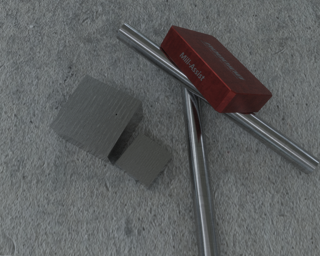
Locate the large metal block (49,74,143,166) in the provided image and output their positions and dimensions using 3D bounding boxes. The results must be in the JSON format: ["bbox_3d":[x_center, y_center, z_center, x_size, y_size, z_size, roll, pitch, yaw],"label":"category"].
[{"bbox_3d":[-0.077,-0.009,0.397,0.080,0.050,0.080,27,72,9],"label":"large metal block"}]

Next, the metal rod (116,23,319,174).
[{"bbox_3d":[0.072,-0.040,0.401,0.301,0.025,0.025,36,74,3],"label":"metal rod"}]

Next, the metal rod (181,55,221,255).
[{"bbox_3d":[0.049,0.039,0.394,0.025,0.025,0.299,-4,70,-2],"label":"metal rod"}]

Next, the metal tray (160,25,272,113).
[{"bbox_3d":[0.070,-0.075,0.393,0.091,0.030,0.130,-4,48,-44],"label":"metal tray"}]

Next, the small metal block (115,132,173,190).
[{"bbox_3d":[-0.019,0.042,0.393,0.050,0.025,0.050,35,73,11],"label":"small metal block"}]
